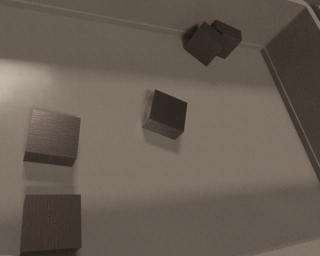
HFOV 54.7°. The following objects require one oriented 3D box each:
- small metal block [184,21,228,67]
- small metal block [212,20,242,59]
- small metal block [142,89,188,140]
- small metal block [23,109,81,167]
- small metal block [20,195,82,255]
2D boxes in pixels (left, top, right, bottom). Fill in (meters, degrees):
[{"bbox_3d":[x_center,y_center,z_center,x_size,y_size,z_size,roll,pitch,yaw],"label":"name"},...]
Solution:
[{"bbox_3d":[0.076,-0.140,0.518,0.050,0.050,0.025,38,51,-4],"label":"small metal block"},{"bbox_3d":[0.107,-0.154,0.544,0.050,0.050,0.025,16,55,-19],"label":"small metal block"},{"bbox_3d":[0.007,-0.018,0.422,0.050,0.025,0.050,21,54,-16],"label":"small metal block"},{"bbox_3d":[-0.116,0.012,0.337,0.050,0.025,0.050,11,57,-23],"label":"small metal block"},{"bbox_3d":[-0.103,0.092,0.295,0.050,0.025,0.050,6,59,-26],"label":"small metal block"}]
